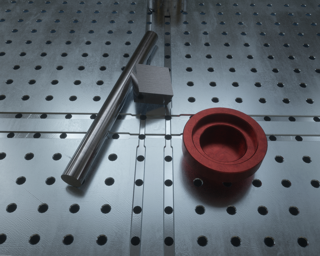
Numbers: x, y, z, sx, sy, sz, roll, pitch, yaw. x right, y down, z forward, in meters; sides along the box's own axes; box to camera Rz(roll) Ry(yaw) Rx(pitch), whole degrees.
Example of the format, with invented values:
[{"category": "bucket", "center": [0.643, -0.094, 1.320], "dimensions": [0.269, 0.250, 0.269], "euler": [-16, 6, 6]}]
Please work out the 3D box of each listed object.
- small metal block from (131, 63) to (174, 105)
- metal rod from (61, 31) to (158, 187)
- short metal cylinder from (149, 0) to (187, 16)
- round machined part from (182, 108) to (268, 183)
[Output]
[{"category": "small metal block", "center": [-0.012, -0.062, 0.445], "dimensions": [0.050, 0.025, 0.050], "euler": [3, 59, -21]}, {"category": "metal rod", "center": [-0.058, -0.049, 0.448], "dimensions": [0.025, 0.025, 0.300], "euler": [13, 51, 10]}, {"category": "short metal cylinder", "center": [0.016, -0.268, 0.616], "dimensions": [0.081, 0.050, 0.080], "euler": [0, 50, 0]}, {"category": "round machined part", "center": [0.076, 0.024, 0.377], "dimensions": [0.099, 0.042, 0.098], "euler": [0, 50, 0]}]
